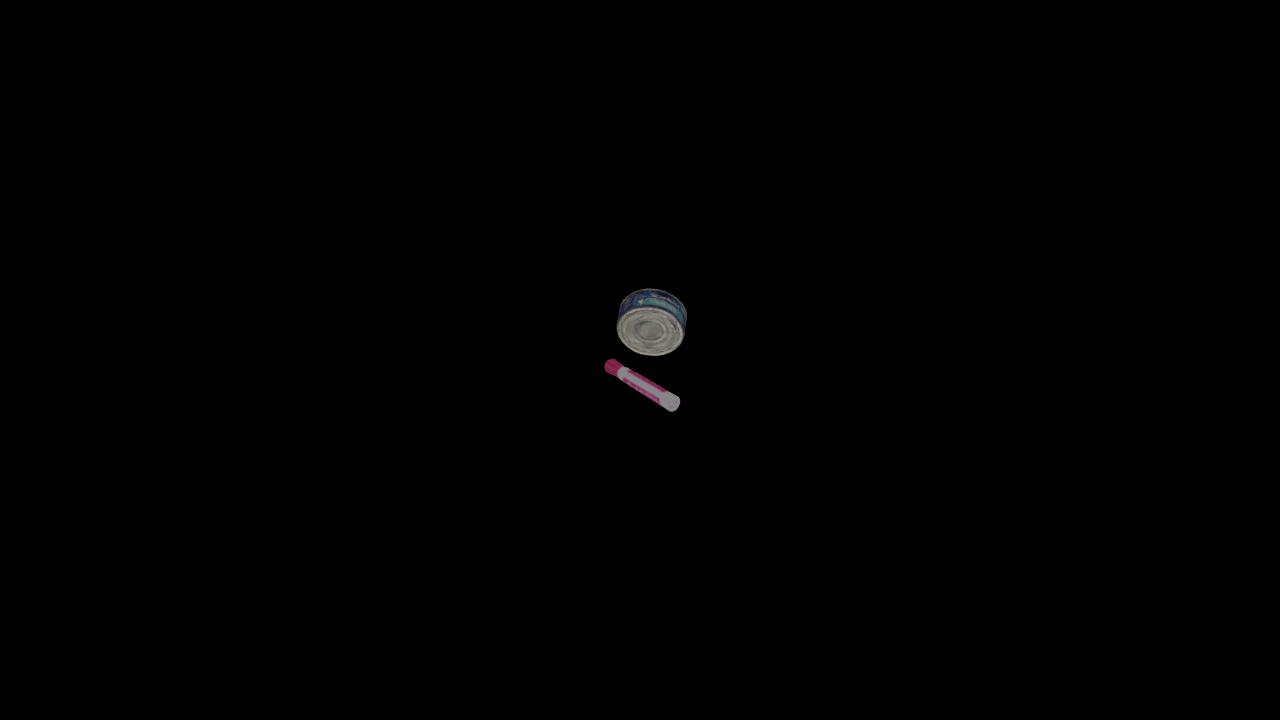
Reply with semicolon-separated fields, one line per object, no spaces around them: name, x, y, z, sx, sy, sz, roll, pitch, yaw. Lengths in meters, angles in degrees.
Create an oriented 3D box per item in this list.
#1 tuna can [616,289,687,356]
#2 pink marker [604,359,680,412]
tuna can;0.014;-0.044;0.744;0.084;0.034;0.084;5;-44;5
pink marker;-0.001;0.026;0.711;0.020;0.020;0.121;0;22;-43
